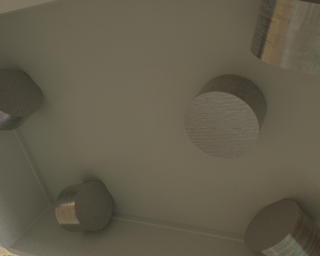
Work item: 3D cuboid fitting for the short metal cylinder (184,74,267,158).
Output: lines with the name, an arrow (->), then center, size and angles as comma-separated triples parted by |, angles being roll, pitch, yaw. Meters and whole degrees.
short metal cylinder -> 0.073, -0.013, 0.346 | 0.080, 0.050, 0.079 | 13, 124, 21

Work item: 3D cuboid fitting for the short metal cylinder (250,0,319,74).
short metal cylinder -> 0.121, -0.084, 0.257 | 0.080, 0.080, 0.050 | 18, 125, 18

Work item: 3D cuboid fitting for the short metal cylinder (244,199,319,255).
short metal cylinder -> 0.151, 0.134, 0.377 | 0.050, 0.080, 0.080 | 46, 129, -4

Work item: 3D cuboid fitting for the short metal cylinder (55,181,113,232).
short metal cylinder -> -0.127, 0.133, 0.522 | 0.050, 0.080, 0.080 | -17, 110, 35

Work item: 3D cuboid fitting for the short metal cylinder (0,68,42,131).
short metal cylinder -> -0.230, -0.043, 0.468 | 0.050, 0.080, 0.080 | -31, 101, 38
